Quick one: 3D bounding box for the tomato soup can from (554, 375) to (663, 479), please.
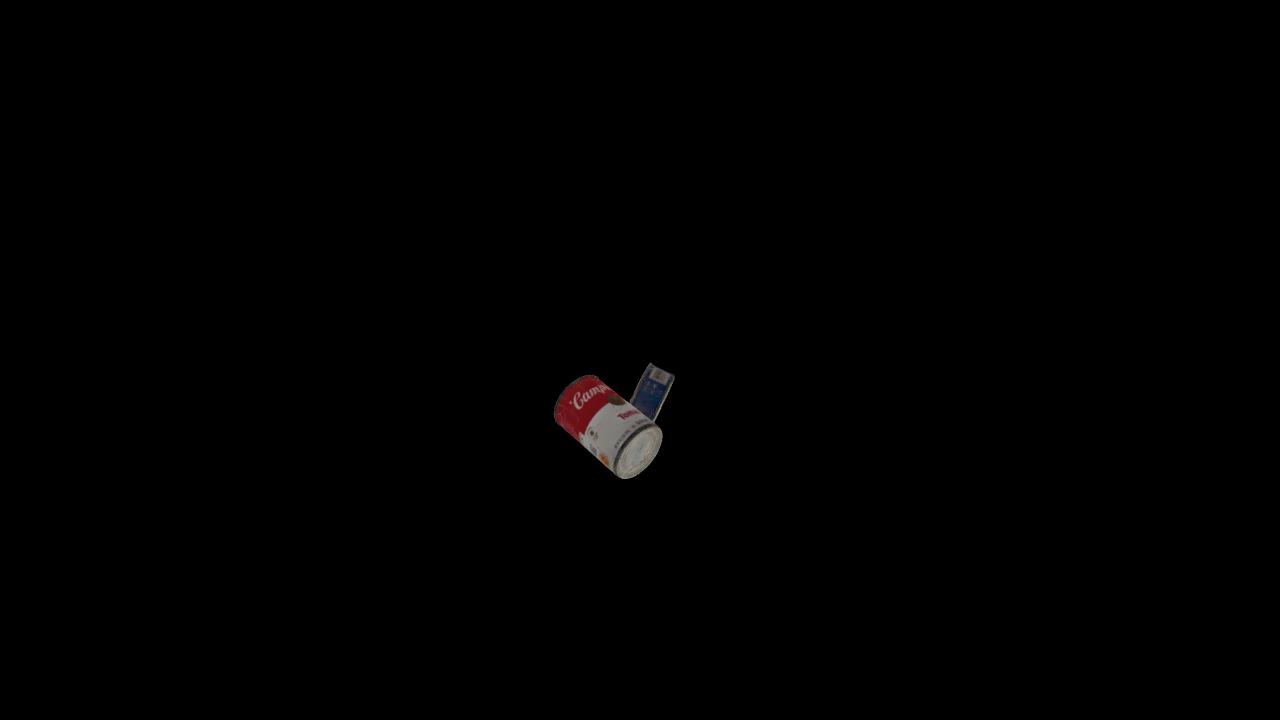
[{"bbox_3d":[-0.034,0.070,0.647,0.101,0.068,0.068,36,21,32],"label":"tomato soup can"}]

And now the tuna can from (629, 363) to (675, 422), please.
[{"bbox_3d":[0.009,0.048,0.705,0.034,0.084,0.084,25,2,4],"label":"tuna can"}]
